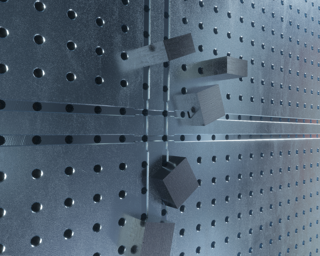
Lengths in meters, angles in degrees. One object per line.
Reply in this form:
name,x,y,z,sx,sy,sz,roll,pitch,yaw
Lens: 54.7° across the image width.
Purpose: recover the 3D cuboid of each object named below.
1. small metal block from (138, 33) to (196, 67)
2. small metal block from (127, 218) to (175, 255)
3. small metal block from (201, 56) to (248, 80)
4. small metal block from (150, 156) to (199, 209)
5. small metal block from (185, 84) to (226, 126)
small metal block,0.009,-0.101,0.402,0.050,0.050,0.025,-27,108,-37
small metal block,-0.011,0.145,0.402,0.050,0.025,0.050,16,80,-39
small metal block,0.099,-0.091,0.479,0.050,0.050,0.025,0,91,-40
small metal block,0.022,0.074,0.430,0.050,0.025,0.050,-40,114,-33
small metal block,0.069,-0.035,0.470,0.050,0.025,0.050,-25,106,-37
